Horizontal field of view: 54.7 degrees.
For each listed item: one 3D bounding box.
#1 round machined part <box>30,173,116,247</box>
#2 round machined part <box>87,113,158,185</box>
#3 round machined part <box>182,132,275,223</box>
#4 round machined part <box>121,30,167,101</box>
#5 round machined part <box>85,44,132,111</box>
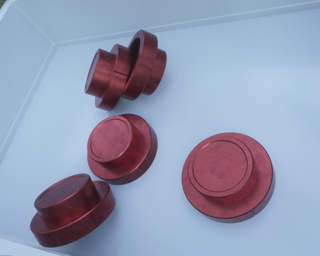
[{"bbox_3d":[-0.106,0.089,0.364,0.098,0.042,0.098,-20,16,6],"label":"round machined part"},{"bbox_3d":[-0.056,0.022,0.411,0.098,0.042,0.098,-13,56,21],"label":"round machined part"},{"bbox_3d":[0.069,0.047,0.330,0.098,0.042,0.098,-13,56,21],"label":"round machined part"},{"bbox_3d":[-0.024,-0.085,0.439,0.097,0.042,0.098,-49,32,46],"label":"round machined part"},{"bbox_3d":[-0.079,-0.076,0.451,0.097,0.042,0.098,-49,32,46],"label":"round machined part"}]
